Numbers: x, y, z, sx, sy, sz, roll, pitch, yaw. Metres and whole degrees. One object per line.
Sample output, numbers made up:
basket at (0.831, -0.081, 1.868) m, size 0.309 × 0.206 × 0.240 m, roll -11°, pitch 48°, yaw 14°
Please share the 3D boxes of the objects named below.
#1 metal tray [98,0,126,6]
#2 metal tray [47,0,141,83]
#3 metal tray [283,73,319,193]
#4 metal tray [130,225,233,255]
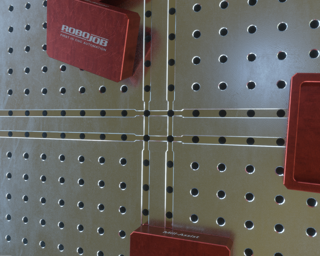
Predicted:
metal tray at (-0.088, -0.237, 0.441) m, size 0.090 × 0.030 × 0.130 m, roll -22°, pitch 83°, yaw 18°
metal tray at (-0.096, -0.126, 0.427) m, size 0.130 × 0.030 × 0.089 m, roll 22°, pitch 120°, yaw 18°
metal tray at (0.189, 0.006, 0.343) m, size 0.090 × 0.030 × 0.129 m, roll 4°, pitch 91°, yaw 20°
metal tray at (0.026, 0.183, 0.401) m, size 0.130 × 0.030 × 0.090 m, roll 2°, pitch 91°, yaw 20°
